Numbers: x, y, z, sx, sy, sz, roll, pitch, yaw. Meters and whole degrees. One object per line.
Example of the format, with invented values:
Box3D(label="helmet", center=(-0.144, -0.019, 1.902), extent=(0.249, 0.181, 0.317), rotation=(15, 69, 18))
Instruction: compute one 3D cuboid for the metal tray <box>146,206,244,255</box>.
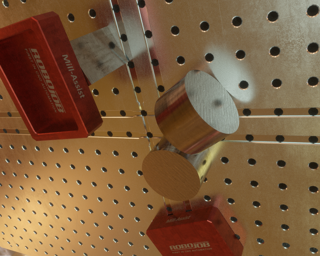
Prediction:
Box3D(label="metal tray", center=(0.052, 0.178, 0.491), extent=(0.130, 0.030, 0.090), rotation=(-24, 106, 36))

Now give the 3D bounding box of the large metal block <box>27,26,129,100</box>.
Box3D(label="large metal block", center=(-0.100, -0.076, 0.382), extent=(0.080, 0.080, 0.050), rotation=(-20, 108, 35))

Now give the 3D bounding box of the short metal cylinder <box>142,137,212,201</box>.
Box3D(label="short metal cylinder", center=(0.023, 0.050, 0.414), extent=(0.080, 0.050, 0.079), rotation=(13, 124, 21))

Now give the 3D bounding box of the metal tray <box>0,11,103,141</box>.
Box3D(label="metal tray", center=(-0.127, -0.050, 0.340), extent=(0.090, 0.030, 0.129), rotation=(-5, 116, 30))

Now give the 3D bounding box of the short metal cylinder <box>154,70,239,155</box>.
Box3D(label="short metal cylinder", center=(0.041, -0.017, 0.343), extent=(0.080, 0.080, 0.050), rotation=(47, 129, -5))
